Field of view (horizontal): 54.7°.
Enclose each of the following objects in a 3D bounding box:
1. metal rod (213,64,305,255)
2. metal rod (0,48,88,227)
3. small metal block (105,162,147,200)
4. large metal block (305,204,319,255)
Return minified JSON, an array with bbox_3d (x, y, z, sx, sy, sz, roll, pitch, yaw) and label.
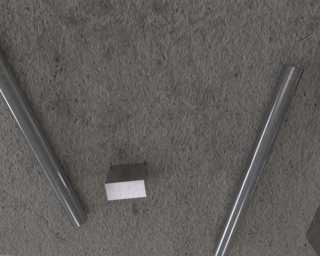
[{"bbox_3d":[0.130,0.060,0.433,0.025,0.025,0.298,13,110,-5],"label":"metal rod"},{"bbox_3d":[-0.168,0.006,0.410,0.025,0.025,0.299,-19,109,6],"label":"metal rod"},{"bbox_3d":[-0.044,0.072,0.422,0.050,0.050,0.025,-6,110,2],"label":"small metal block"},{"bbox_3d":[0.277,0.150,0.455,0.081,0.050,0.079,11,110,-4],"label":"large metal block"}]
